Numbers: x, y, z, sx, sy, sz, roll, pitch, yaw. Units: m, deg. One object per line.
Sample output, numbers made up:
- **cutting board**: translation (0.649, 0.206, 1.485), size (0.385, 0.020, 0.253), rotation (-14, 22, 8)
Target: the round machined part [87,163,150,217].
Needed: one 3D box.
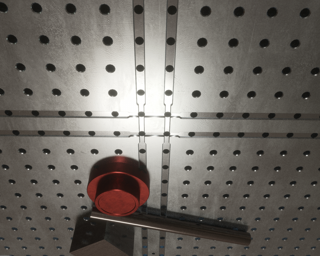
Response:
- **round machined part**: translation (-0.066, 0.102, 0.487), size (0.099, 0.042, 0.097), rotation (-1, 130, 0)

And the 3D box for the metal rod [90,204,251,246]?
- **metal rod**: translation (0.026, 0.178, 0.564), size (0.302, 0.025, 0.025), rotation (14, 129, -12)

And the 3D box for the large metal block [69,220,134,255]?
- **large metal block**: translation (-0.105, 0.213, 0.576), size (0.080, 0.050, 0.080), rotation (-27, 125, 21)
